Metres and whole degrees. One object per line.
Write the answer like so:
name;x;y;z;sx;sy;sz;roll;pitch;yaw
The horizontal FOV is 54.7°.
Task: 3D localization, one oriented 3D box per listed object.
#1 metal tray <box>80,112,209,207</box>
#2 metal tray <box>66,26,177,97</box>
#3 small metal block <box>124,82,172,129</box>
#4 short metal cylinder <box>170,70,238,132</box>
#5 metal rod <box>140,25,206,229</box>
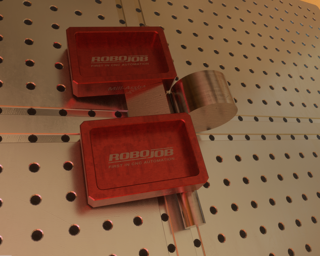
metal tray;-0.020;0.032;0.352;0.131;0.030;0.090;-6;64;-17
metal tray;-0.052;-0.090;0.410;0.131;0.030;0.090;-6;64;-17
small metal block;-0.015;-0.026;0.398;0.050;0.025;0.050;-13;65;0
short metal cylinder;0.058;-0.034;0.421;0.081;0.080;0.050;0;62;-28
metal rod;0.008;-0.019;0.419;0.025;0.025;0.299;0;62;-28
